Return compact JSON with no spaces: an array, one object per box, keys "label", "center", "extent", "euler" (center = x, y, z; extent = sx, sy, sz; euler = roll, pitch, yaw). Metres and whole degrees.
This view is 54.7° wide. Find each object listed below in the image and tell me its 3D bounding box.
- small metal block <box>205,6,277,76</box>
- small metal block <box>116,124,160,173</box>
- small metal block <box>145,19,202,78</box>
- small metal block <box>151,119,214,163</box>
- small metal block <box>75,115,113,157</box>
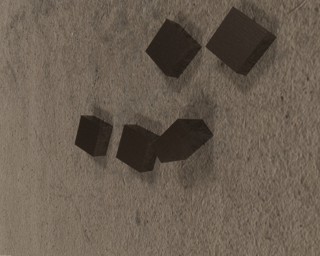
[{"label":"small metal block","center":[0.086,-0.093,0.333],"extent":[0.050,0.025,0.050],"euler":[50,119,28]},{"label":"small metal block","center":[-0.030,0.027,0.427],"extent":[0.050,0.025,0.050],"euler":[26,106,36]},{"label":"small metal block","center":[0.016,-0.099,0.390],"extent":[0.050,0.025,0.050],"euler":[-51,60,27]},{"label":"small metal block","center":[0.027,0.015,0.365],"extent":[0.050,0.050,0.025],"euler":[-46,63,30]},{"label":"small metal block","center":[-0.105,0.012,0.489],"extent":[0.050,0.025,0.050],"euler":[26,106,36]}]
